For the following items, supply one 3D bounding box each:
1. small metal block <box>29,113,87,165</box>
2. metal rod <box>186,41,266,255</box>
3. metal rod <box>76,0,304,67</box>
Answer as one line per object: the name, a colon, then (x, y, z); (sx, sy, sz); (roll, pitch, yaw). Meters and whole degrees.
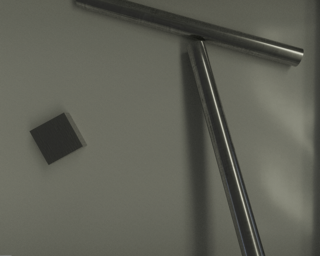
small metal block: (-0.133, 0.014, 0.410); (0.050, 0.025, 0.050); (-29, 90, -1)
metal rod: (0.080, 0.032, 0.376); (0.025, 0.025, 0.299); (-13, 76, 0)
metal rod: (0.040, -0.133, 0.411); (0.302, 0.025, 0.025); (15, 90, -1)
